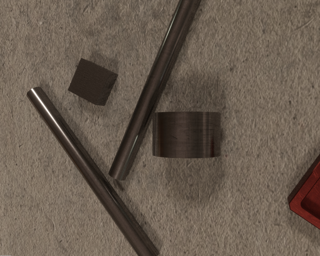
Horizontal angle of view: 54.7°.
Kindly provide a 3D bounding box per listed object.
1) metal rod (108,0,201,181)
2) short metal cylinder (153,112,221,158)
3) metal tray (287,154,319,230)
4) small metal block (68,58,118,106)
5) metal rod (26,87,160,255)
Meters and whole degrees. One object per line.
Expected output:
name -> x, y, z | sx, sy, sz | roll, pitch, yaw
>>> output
metal rod -> -0.002, -0.069, 0.408 | 0.025, 0.025, 0.298 | 25, 98, 18
short metal cylinder -> 0.031, 0.007, 0.368 | 0.080, 0.080, 0.050 | 0, 90, 19
metal tray -> 0.219, 0.085, 0.329 | 0.130, 0.030, 0.090 | 34, 101, 16
small metal block -> -0.095, -0.065, 0.441 | 0.050, 0.025, 0.050 | 28, 99, 17
metal rod -> -0.101, 0.060, 0.443 | 0.025, 0.025, 0.300 | -42, 77, 15
